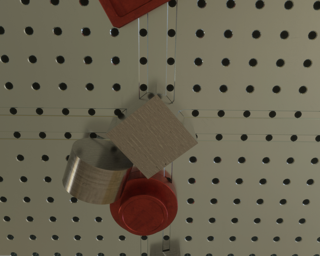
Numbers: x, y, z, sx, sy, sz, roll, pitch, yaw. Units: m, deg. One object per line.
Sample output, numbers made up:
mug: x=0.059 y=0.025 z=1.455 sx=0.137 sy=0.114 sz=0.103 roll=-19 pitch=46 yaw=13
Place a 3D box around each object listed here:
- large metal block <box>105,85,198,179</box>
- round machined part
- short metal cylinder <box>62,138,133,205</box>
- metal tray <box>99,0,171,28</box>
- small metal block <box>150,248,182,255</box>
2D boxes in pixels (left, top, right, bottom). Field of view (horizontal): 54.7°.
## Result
large metal block: x=-0.010 y=0.005 z=0.402 sx=0.080 sy=0.050 sz=0.080 roll=-37 pitch=106 yaw=12
round machined part: x=-0.023 y=0.115 z=0.446 sx=0.099 sy=0.042 sz=0.097 roll=0 pitch=110 yaw=0
short metal cylinder: x=-0.080 y=0.054 z=0.403 sx=0.080 sy=0.080 sz=0.050 roll=19 pitch=109 yaw=-7
metal tray: x=-0.014 y=-0.181 z=0.343 sx=0.130 sy=0.030 sz=0.090 roll=-26 pitch=108 yaw=9
small metal block: x=0.014 y=0.227 z=0.497 sx=0.050 sy=0.025 sz=0.050 roll=-13 pitch=110 yaw=4
